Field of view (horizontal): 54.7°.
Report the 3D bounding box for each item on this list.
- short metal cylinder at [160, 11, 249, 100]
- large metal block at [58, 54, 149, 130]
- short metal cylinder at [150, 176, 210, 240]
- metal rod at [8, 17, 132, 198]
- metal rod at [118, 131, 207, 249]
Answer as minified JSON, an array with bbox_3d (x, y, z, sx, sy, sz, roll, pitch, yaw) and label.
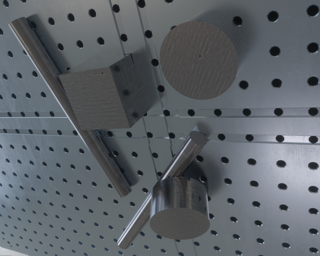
[{"bbox_3d":[0.047,-0.076,0.323,0.080,0.050,0.079,13,124,21],"label":"short metal cylinder"},{"bbox_3d":[-0.072,-0.045,0.405,0.080,0.050,0.080,-3,117,29],"label":"large metal block"},{"bbox_3d":[0.027,0.113,0.432,0.080,0.050,0.079,1,132,2],"label":"short metal cylinder"},{"bbox_3d":[-0.126,-0.020,0.465,0.025,0.025,0.299,-17,110,35],"label":"metal rod"},{"bbox_3d":[-0.009,0.114,0.486,0.025,0.025,0.298,34,129,5],"label":"metal rod"}]
